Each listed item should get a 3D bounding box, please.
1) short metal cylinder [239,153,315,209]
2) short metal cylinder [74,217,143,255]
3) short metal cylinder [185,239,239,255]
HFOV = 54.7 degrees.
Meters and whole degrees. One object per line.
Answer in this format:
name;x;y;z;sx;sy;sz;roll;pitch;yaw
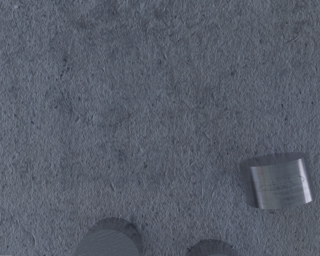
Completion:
short metal cylinder;0.144;0.063;0.383;0.080;0.080;0.050;-11;90;0
short metal cylinder;-0.064;0.162;0.397;0.081;0.050;0.080;0;90;0
short metal cylinder;0.071;0.192;0.398;0.081;0.050;0.080;0;90;0
